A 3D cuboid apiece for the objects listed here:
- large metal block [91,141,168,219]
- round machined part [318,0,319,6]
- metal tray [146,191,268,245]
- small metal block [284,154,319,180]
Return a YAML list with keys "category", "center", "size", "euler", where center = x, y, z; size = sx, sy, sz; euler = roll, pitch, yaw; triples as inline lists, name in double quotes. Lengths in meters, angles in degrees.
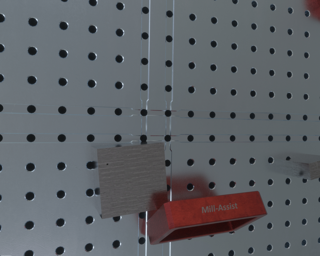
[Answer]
- category: "large metal block"
  center: [-0.039, 0.060, 0.385]
  size: [0.081, 0.050, 0.079]
  euler: [-4, 92, -20]
- category: "round machined part"
  center: [0.316, -0.234, 0.520]
  size: [0.099, 0.042, 0.097]
  euler: [0, 90, -20]
- category: "metal tray"
  center: [0.057, 0.116, 0.398]
  size: [0.131, 0.089, 0.030]
  euler: [-2, 60, -20]
- category: "small metal block"
  center: [0.235, 0.060, 0.486]
  size: [0.050, 0.050, 0.025]
  euler: [-10, 94, -20]
